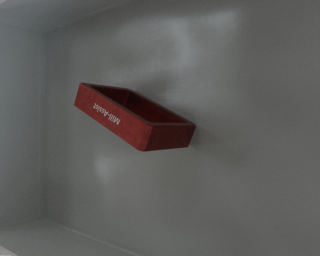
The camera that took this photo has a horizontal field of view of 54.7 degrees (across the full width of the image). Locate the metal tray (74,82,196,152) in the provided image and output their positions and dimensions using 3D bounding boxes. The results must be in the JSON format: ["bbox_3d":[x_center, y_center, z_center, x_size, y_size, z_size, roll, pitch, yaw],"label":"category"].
[{"bbox_3d":[-0.032,-0.016,0.384,0.130,0.091,0.030,31,109,35],"label":"metal tray"}]
